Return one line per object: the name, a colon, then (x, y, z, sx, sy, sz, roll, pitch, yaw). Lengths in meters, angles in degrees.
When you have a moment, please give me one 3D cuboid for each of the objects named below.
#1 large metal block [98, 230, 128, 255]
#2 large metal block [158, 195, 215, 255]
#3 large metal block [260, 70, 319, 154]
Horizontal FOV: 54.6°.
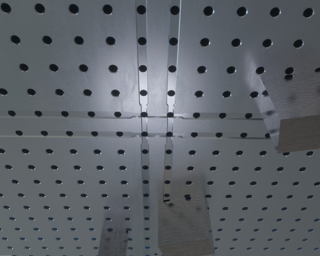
large metal block: (-0.090, 0.252, 0.589, 0.050, 0.080, 0.080, 5, 130, -4)
large metal block: (0.042, 0.166, 0.517, 0.080, 0.080, 0.050, -13, 129, 10)
large metal block: (0.167, -0.021, 0.359, 0.080, 0.080, 0.050, -8, 130, 6)
